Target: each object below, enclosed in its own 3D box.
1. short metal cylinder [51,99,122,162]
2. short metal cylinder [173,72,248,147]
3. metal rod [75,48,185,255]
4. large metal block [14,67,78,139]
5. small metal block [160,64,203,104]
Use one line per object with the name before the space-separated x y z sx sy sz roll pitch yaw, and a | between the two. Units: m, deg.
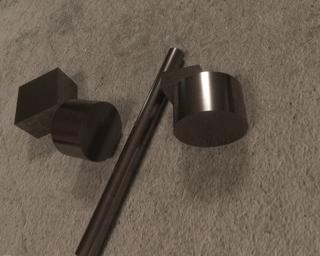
short metal cylinder | -0.097 0.002 0.416 0.050 0.080 0.080 8 66 31
short metal cylinder | 0.055 -0.018 0.350 0.080 0.080 0.050 -13 57 21
metal rod | -0.031 0.019 0.406 0.025 0.025 0.300 10 67 32
large metal block | -0.184 -0.040 0.506 0.080 0.050 0.080 -22 54 14
small metal block | 0.034 -0.052 0.401 0.050 0.050 0.025 -7 59 24
